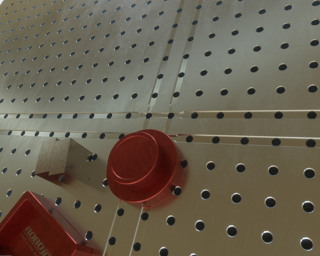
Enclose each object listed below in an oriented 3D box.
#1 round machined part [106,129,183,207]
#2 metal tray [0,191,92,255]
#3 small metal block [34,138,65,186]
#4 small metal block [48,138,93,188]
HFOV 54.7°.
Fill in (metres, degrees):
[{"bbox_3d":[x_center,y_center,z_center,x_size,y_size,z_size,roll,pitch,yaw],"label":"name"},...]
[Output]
[{"bbox_3d":[-0.025,0.044,0.382,0.098,0.042,0.098,-13,56,20],"label":"round machined part"},{"bbox_3d":[-0.157,0.151,0.392,0.130,0.030,0.090,29,77,37],"label":"metal tray"},{"bbox_3d":[-0.144,0.049,0.436,0.025,0.050,0.050,-13,56,21],"label":"small metal block"},{"bbox_3d":[-0.120,0.049,0.424,0.025,0.050,0.050,-13,57,21],"label":"small metal block"}]
